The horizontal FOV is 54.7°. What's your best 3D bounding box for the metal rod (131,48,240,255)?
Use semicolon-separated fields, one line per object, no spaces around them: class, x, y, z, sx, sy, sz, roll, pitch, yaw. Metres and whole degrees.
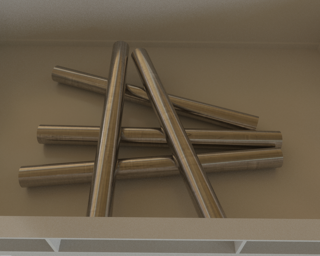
metal rod;0.015;0.000;0.370;0.025;0.025;0.299;-14;51;-12

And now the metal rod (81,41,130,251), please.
metal rod;-0.059;-0.008;0.376;0.025;0.025;0.300;0;50;0

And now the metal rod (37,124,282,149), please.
metal rod;-0.001;0.012;0.392;0.302;0.025;0.025;2;50;1

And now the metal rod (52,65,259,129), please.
metal rod;-0.015;-0.043;0.438;0.301;0.025;0.025;16;52;12

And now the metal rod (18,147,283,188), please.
metal rod;-0.007;0.046;0.365;0.302;0.025;0.025;-4;50;-4
